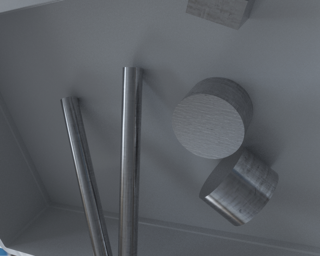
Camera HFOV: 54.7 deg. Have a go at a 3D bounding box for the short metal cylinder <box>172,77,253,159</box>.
[{"bbox_3d":[0.061,-0.012,0.353,0.080,0.050,0.079,13,124,20],"label":"short metal cylinder"}]

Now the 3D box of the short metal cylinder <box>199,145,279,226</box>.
[{"bbox_3d":[0.091,0.067,0.366,0.050,0.080,0.080,39,129,1],"label":"short metal cylinder"}]

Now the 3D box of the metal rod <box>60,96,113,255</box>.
[{"bbox_3d":[-0.097,0.101,0.436,0.025,0.025,0.298,-19,82,35],"label":"metal rod"}]

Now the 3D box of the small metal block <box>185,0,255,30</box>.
[{"bbox_3d":[0.058,-0.117,0.289,0.050,0.050,0.025,24,127,13],"label":"small metal block"}]

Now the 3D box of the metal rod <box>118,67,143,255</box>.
[{"bbox_3d":[-0.039,0.074,0.397,0.025,0.025,0.298,5,96,25],"label":"metal rod"}]
